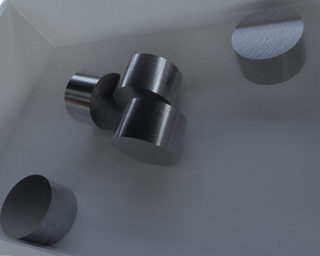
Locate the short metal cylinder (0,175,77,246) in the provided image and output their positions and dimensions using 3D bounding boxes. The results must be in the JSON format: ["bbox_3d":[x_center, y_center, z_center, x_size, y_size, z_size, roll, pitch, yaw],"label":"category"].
[{"bbox_3d":[-0.157,0.107,0.404,0.080,0.050,0.080,-13,56,20],"label":"short metal cylinder"}]

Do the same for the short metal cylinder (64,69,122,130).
[{"bbox_3d":[-0.086,-0.041,0.439,0.050,0.080,0.080,15,70,34],"label":"short metal cylinder"}]

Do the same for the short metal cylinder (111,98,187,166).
[{"bbox_3d":[-0.012,0.007,0.372,0.080,0.080,0.050,4,64,29],"label":"short metal cylinder"}]

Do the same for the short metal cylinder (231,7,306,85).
[{"bbox_3d":[0.134,-0.100,0.380,0.080,0.050,0.080,-13,56,20],"label":"short metal cylinder"}]

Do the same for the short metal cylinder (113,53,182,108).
[{"bbox_3d":[-0.016,-0.053,0.410,0.080,0.080,0.050,2,63,29],"label":"short metal cylinder"}]
